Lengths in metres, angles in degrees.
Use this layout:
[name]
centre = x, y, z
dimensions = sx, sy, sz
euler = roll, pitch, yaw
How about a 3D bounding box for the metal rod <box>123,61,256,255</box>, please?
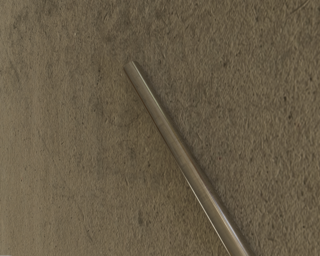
[metal rod]
centre = 0.028, 0.034, 0.382
dimensions = 0.025, 0.025, 0.299
euler = -44, 63, 31
